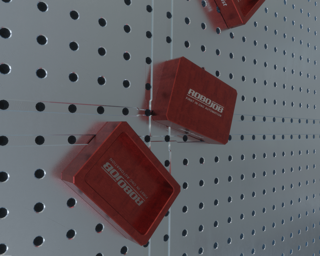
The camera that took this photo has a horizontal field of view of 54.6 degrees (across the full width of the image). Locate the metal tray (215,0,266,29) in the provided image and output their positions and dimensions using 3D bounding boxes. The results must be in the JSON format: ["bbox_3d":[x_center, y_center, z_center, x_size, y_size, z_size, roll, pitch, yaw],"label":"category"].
[{"bbox_3d":[0.117,-0.242,0.501,0.090,0.030,0.130,-50,120,-28],"label":"metal tray"}]

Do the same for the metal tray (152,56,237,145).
[{"bbox_3d":[0.056,-0.035,0.451,0.131,0.030,0.090,22,76,-38],"label":"metal tray"}]

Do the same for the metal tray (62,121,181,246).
[{"bbox_3d":[-0.039,0.066,0.371,0.130,0.030,0.090,52,60,-27],"label":"metal tray"}]
